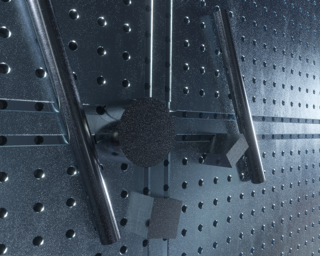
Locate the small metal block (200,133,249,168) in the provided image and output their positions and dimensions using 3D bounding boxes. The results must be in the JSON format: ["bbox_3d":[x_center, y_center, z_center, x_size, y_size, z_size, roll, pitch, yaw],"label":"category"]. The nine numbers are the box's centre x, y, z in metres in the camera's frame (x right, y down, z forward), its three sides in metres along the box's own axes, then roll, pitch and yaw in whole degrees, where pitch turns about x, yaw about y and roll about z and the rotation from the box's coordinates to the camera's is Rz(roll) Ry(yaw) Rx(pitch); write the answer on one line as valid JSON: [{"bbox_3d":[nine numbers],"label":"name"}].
[{"bbox_3d":[0.099,0.033,0.476,0.050,0.050,0.025,-43,116,-31],"label":"small metal block"}]

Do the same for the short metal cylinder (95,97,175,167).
[{"bbox_3d":[-0.029,0.004,0.369,0.081,0.050,0.080,0,90,-40],"label":"short metal cylinder"}]

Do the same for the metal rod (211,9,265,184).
[{"bbox_3d":[0.135,-0.044,0.521,0.025,0.025,0.298,-27,107,-37],"label":"metal rod"}]

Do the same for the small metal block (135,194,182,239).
[{"bbox_3d":[-0.001,0.117,0.408,0.050,0.025,0.050,17,79,-39],"label":"small metal block"}]

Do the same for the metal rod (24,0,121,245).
[{"bbox_3d":[-0.092,-0.013,0.331,0.025,0.025,0.298,-23,105,-38],"label":"metal rod"}]
